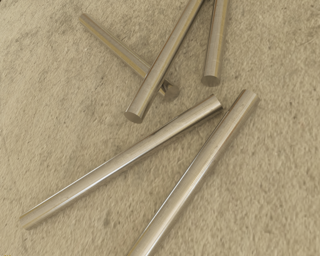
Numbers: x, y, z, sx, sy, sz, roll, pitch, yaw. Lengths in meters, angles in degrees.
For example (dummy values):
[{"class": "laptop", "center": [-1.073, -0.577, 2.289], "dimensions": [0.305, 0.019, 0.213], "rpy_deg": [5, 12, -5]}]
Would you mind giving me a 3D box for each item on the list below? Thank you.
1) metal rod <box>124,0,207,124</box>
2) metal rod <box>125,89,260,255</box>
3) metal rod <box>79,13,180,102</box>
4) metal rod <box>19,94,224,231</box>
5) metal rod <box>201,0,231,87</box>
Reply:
[{"class": "metal rod", "center": [0.026, -0.134, 0.448], "dimensions": [0.025, 0.025, 0.300], "rpy_deg": [9, 59, 31]}, {"class": "metal rod", "center": [0.020, 0.080, 0.343], "dimensions": [0.025, 0.025, 0.300], "rpy_deg": [29, 77, 37]}, {"class": "metal rod", "center": [-0.065, -0.130, 0.515], "dimensions": [0.025, 0.025, 0.300], "rpy_deg": [-43, 51, -2]}, {"class": "metal rod", "center": [-0.054, 0.047, 0.401], "dimensions": [0.300, 0.025, 0.025], "rpy_deg": [-32, 52, 6]}, {"class": "metal rod", "center": [0.095, -0.193, 0.471], "dimensions": [0.025, 0.025, 0.299], "rpy_deg": [-2, 61, 27]}]
